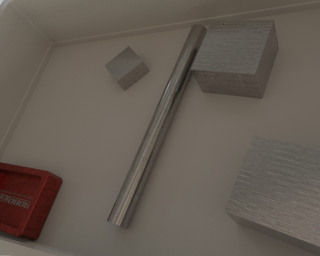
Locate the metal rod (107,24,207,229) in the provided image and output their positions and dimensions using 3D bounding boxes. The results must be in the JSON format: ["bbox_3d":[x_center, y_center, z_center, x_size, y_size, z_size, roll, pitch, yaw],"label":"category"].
[{"bbox_3d":[0.004,-0.017,0.412,0.025,0.025,0.300,10,66,32],"label":"metal rod"}]

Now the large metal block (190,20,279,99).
[{"bbox_3d":[0.096,-0.088,0.392,0.080,0.050,0.080,11,67,32],"label":"large metal block"}]

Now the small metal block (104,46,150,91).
[{"bbox_3d":[-0.052,-0.094,0.489,0.050,0.025,0.050,-39,51,1],"label":"small metal block"}]

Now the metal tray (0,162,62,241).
[{"bbox_3d":[-0.214,0.101,0.449,0.130,0.030,0.090,4,63,29],"label":"metal tray"}]

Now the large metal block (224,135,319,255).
[{"bbox_3d":[0.118,0.061,0.290,0.080,0.050,0.080,14,69,33],"label":"large metal block"}]
